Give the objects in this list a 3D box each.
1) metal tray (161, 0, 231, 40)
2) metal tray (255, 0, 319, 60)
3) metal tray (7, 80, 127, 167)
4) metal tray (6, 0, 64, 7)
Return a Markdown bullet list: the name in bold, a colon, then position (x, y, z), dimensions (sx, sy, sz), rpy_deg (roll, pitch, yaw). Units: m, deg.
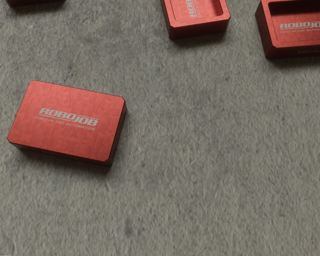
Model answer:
- **metal tray**: position (0.047, -0.204, 0.480), dimensions (0.091, 0.030, 0.129), rpy_deg (-10, 70, -4)
- **metal tray**: position (0.218, -0.153, 0.464), dimensions (0.131, 0.030, 0.090), rpy_deg (-5, 70, -2)
- **metal tray**: position (-0.117, -0.006, 0.406), dimensions (0.131, 0.030, 0.090), rpy_deg (11, 70, 3)
- **metal tray**: position (-0.204, -0.260, 0.498), dimensions (0.091, 0.030, 0.129), rpy_deg (-9, 70, -4)
